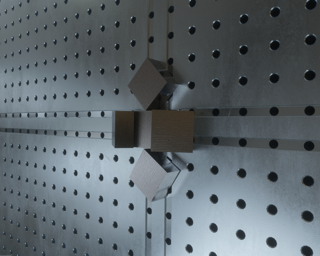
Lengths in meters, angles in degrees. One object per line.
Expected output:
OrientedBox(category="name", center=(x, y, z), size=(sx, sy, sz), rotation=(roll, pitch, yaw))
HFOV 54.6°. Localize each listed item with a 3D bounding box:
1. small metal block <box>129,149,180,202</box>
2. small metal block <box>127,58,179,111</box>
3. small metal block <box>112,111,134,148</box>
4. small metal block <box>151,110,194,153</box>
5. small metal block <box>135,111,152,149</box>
OrientedBox(category="small metal block", center=(-0.009, 0.062, 0.417), size=(0.050, 0.025, 0.050), rotation=(42, 116, 33))
OrientedBox(category="small metal block", center=(-0.010, -0.058, 0.419), size=(0.050, 0.025, 0.050), rotation=(-51, 59, 27))
OrientedBox(category="small metal block", center=(-0.053, 0.001, 0.438), size=(0.050, 0.025, 0.050), rotation=(-170, 81, -76))
OrientedBox(category="small metal block", center=(0.015, 0.004, 0.380), size=(0.050, 0.025, 0.050), rotation=(2, 92, -1))
OrientedBox(category="small metal block", center=(-0.010, 0.002, 0.418), size=(0.050, 0.025, 0.050), rotation=(2, 90, 40))
